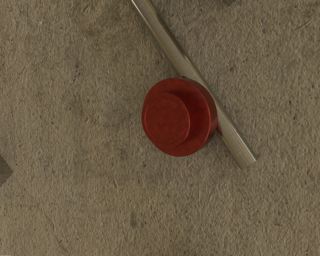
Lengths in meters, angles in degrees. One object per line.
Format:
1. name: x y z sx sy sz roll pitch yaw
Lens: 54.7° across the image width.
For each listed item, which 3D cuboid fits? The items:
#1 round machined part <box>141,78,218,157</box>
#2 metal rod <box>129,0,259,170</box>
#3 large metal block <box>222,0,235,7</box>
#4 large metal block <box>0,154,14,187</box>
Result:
1. round machined part: 0.016 -0.012 0.379 0.098 0.042 0.097 8 104 33
2. metal rod: 0.030 -0.082 0.397 0.025 0.025 0.299 -35 79 16
3. large metal block: 0.066 -0.199 0.356 0.050 0.080 0.080 -44 77 15
4. large metal block: -0.295 0.061 0.482 0.050 0.080 0.080 -46 76 14
